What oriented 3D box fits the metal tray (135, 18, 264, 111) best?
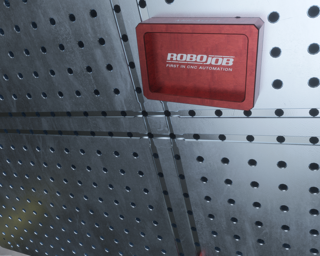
[{"bbox_3d":[0.042,-0.072,0.341,0.130,0.030,0.089,9,122,23],"label":"metal tray"}]
